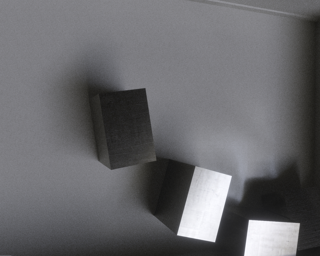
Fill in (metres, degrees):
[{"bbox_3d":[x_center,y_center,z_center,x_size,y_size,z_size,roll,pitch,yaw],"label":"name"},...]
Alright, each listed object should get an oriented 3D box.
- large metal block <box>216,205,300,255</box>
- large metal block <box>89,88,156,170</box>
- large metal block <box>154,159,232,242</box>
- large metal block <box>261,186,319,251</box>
[{"bbox_3d":[0.129,0.143,0.429,0.081,0.080,0.050,10,87,-20],"label":"large metal block"},{"bbox_3d":[-0.047,0.000,0.364,0.050,0.080,0.080,-10,94,-20],"label":"large metal block"},{"bbox_3d":[0.039,0.088,0.396,0.050,0.080,0.080,18,84,-19],"label":"large metal block"},{"bbox_3d":[0.209,0.133,0.462,0.081,0.050,0.080,-2,71,-20],"label":"large metal block"}]
